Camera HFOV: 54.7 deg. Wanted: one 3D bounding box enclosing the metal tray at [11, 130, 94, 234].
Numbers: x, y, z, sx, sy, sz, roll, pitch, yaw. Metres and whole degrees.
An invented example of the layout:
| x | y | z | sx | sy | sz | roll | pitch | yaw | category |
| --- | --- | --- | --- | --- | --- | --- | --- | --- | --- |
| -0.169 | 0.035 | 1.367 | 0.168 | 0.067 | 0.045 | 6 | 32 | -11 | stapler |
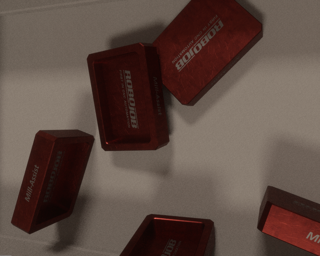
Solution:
| x | y | z | sx | sy | sz | roll | pitch | yaw | category |
| --- | --- | --- | --- | --- | --- | --- | --- | --- | --- |
| -0.143 | 0.068 | 0.424 | 0.030 | 0.090 | 0.129 | 20 | 97 | 18 | metal tray |

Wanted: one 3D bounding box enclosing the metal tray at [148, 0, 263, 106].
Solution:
| x | y | z | sx | sy | sz | roll | pitch | yaw | category |
| --- | --- | --- | --- | --- | --- | --- | --- | --- | --- |
| 0.050 | -0.102 | 0.390 | 0.130 | 0.030 | 0.090 | -45 | 76 | 14 | metal tray |

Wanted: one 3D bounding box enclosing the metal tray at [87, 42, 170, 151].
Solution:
| x | y | z | sx | sy | sz | roll | pitch | yaw | category |
| --- | --- | --- | --- | --- | --- | --- | --- | --- | --- |
| -0.042 | -0.037 | 0.401 | 0.090 | 0.030 | 0.129 | -4 | 98 | 31 | metal tray |

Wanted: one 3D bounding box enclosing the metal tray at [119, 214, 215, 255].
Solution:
| x | y | z | sx | sy | sz | roll | pitch | yaw | category |
| --- | --- | --- | --- | --- | --- | --- | --- | --- | --- |
| 0.007 | 0.148 | 0.350 | 0.090 | 0.131 | 0.030 | 0 | 106 | 20 | metal tray |

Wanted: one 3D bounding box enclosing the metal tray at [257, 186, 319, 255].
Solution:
| x | y | z | sx | sy | sz | roll | pitch | yaw | category |
| --- | --- | --- | --- | --- | --- | --- | --- | --- | --- |
| 0.170 | 0.104 | 0.316 | 0.130 | 0.090 | 0.030 | 20 | 97 | 18 | metal tray |
